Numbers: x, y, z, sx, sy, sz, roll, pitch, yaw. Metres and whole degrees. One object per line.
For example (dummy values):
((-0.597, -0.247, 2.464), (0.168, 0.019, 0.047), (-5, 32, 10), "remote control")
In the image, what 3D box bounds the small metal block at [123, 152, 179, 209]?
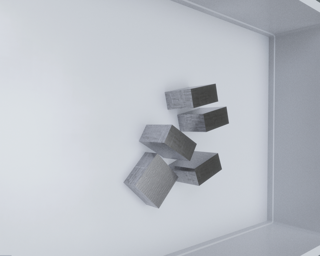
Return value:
((-0.010, 0.067, 0.400), (0.050, 0.025, 0.050), (51, 60, -28), "small metal block")

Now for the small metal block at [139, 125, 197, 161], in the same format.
((0.010, 0.019, 0.401), (0.050, 0.050, 0.025), (37, 67, -34), "small metal block")

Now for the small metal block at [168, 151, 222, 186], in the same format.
((0.049, 0.055, 0.434), (0.050, 0.050, 0.025), (-26, 107, -37), "small metal block")

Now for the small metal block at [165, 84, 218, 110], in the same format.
((0.044, -0.043, 0.429), (0.050, 0.050, 0.025), (-17, 101, -39), "small metal block")

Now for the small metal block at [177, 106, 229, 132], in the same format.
((0.062, -0.013, 0.445), (0.050, 0.050, 0.025), (-18, 102, -39), "small metal block")
